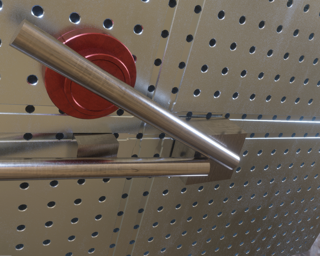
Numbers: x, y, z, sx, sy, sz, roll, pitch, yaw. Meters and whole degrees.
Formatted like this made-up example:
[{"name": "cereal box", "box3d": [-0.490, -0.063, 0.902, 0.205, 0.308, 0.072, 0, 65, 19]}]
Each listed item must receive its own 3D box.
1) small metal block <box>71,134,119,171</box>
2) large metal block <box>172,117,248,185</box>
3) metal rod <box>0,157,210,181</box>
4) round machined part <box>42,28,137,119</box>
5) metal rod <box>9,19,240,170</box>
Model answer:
[{"name": "small metal block", "box3d": [-0.083, 0.035, 0.389, 0.050, 0.025, 0.050, -1, 119, -29]}, {"name": "large metal block", "box3d": [0.068, 0.032, 0.450, 0.081, 0.050, 0.079, -2, 120, -28]}, {"name": "metal rod", "box3d": [-0.084, 0.047, 0.360, 0.302, 0.025, 0.025, 2, 118, -18]}, {"name": "round machined part", "box3d": [-0.071, -0.052, 0.330, 0.099, 0.042, 0.097, -14, 125, -21]}, {"name": "metal rod", "box3d": [-0.008, -0.016, 0.336, 0.301, 0.025, 0.025, 30, 102, -35]}]
